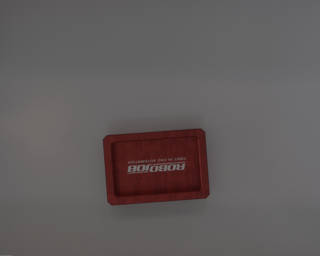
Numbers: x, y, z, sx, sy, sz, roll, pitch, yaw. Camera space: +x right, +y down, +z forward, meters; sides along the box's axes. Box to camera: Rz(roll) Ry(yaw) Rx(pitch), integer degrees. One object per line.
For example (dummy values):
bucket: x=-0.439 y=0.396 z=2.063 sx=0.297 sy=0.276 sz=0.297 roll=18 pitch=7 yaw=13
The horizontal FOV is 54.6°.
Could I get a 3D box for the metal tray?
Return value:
metal tray: x=-0.005 y=0.050 z=0.408 sx=0.131 sy=0.030 sz=0.090 roll=-4 pitch=90 yaw=0
